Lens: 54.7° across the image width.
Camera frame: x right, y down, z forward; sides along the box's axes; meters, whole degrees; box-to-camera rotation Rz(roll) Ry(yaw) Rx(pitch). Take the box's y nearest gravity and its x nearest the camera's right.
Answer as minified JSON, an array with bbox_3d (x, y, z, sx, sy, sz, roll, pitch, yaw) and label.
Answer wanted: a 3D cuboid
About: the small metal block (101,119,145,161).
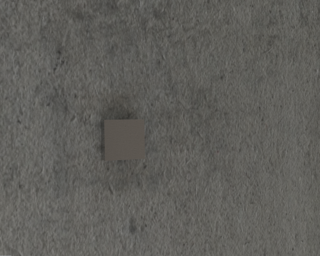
[{"bbox_3d":[-0.047,0.014,0.392,0.050,0.025,0.050,-1,91,-21],"label":"small metal block"}]
